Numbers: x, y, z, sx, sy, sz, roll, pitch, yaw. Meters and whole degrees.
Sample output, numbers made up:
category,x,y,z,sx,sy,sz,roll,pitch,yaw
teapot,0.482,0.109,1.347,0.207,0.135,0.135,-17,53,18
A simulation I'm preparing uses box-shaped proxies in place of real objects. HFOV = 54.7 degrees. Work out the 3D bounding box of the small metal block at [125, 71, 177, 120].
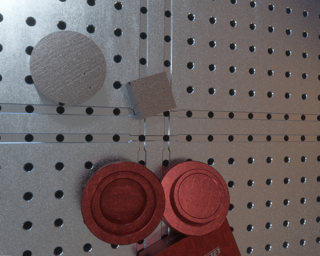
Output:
category,x,y,z,sx,sy,sz,roll,pitch,yaw
small metal block,-0.012,-0.043,0.409,0.050,0.025,0.050,-20,97,-19

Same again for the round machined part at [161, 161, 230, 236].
category,x,y,z,sx,sy,sz,roll,pitch,yaw
round machined part,0.046,0.091,0.406,0.099,0.042,0.098,4,71,-11

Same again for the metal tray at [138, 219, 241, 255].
category,x,y,z,sx,sy,sz,roll,pitch,yaw
metal tray,0.045,0.185,0.428,0.131,0.030,0.090,-25,98,-19

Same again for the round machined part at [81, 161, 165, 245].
category,x,y,z,sx,sy,sz,roll,pitch,yaw
round machined part,-0.046,0.089,0.382,0.099,0.042,0.097,0,89,-11

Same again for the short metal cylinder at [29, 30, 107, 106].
category,x,y,z,sx,sy,sz,roll,pitch,yaw
short metal cylinder,-0.107,-0.066,0.360,0.081,0.050,0.079,0,90,-21
